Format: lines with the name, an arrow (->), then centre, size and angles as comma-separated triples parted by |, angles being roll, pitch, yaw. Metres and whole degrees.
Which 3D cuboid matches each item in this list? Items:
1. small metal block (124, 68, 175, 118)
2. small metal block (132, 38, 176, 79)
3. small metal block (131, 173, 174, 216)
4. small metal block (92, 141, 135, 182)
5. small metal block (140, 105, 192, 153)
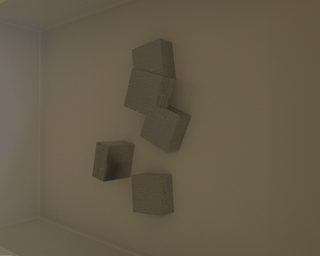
small metal block -> -0.014, -0.044, 0.384 | 0.050, 0.025, 0.050 | 23, 104, 37
small metal block -> -0.009, -0.085, 0.412 | 0.050, 0.025, 0.050 | -10, 83, 39
small metal block -> -0.010, 0.087, 0.413 | 0.050, 0.025, 0.050 | -5, 87, 39
small metal block -> -0.066, 0.046, 0.442 | 0.025, 0.050, 0.050 | 15, 99, 39
small metal block -> 0.006, -0.002, 0.400 | 0.050, 0.025, 0.050 | 29, 108, 35
